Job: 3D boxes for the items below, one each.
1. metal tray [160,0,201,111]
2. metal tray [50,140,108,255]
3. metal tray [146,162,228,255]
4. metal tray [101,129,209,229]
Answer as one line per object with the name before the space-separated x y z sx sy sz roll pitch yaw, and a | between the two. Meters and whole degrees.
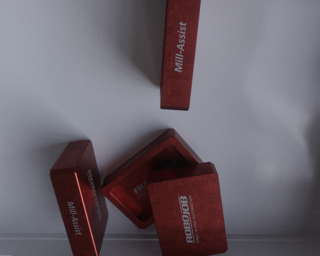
metal tray | 0.020 -0.093 0.342 0.030 0.090 0.129 4 110 -2
metal tray | -0.101 0.092 0.408 0.030 0.090 0.129 -7 110 2
metal tray | 0.038 0.115 0.419 0.091 0.030 0.129 -10 111 2
metal tray | -0.005 0.074 0.435 0.130 0.030 0.090 -38 106 12
